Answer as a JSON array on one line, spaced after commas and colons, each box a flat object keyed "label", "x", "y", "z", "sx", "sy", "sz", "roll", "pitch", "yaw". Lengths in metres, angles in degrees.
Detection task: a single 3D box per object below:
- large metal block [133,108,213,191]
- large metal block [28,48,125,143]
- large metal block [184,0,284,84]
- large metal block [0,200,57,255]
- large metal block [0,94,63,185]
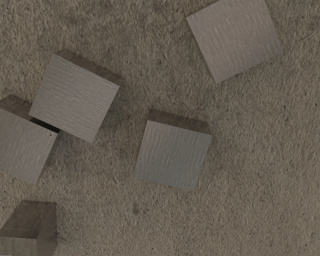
[{"label": "large metal block", "x": 0.014, "y": 0.027, "z": 0.406, "sx": 0.080, "sy": 0.050, "sz": 0.079, "roll": 13, "pitch": 110, "yaw": -5}, {"label": "large metal block", "x": -0.100, "y": -0.040, "z": 0.381, "sx": 0.080, "sy": 0.050, "sz": 0.080, "roll": 26, "pitch": 108, "yaw": -10}, {"label": "large metal block", "x": 0.082, "y": -0.109, "z": 0.357, "sx": 0.080, "sy": 0.050, "sz": 0.080, "roll": -25, "pitch": 108, "yaw": 9}, {"label": "large metal block", "x": -0.184, "y": 0.160, "z": 0.438, "sx": 0.050, "sy": 0.080, "sz": 0.079, "roll": 5, "pitch": 110, "yaw": -2}, {"label": "large metal block", "x": -0.177, "y": 0.014, "z": 0.400, "sx": 0.080, "sy": 0.050, "sz": 0.080, "roll": 26, "pitch": 108, "yaw": -9}]
